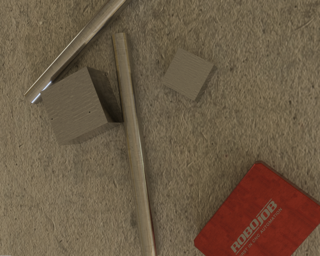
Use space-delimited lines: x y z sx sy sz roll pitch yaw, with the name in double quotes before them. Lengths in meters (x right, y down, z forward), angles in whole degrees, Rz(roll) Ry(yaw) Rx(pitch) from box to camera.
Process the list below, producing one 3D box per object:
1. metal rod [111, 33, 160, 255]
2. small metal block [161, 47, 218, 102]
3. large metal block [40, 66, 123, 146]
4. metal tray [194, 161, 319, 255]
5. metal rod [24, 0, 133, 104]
"metal rod" -0.033 0.021 0.419 0.025 0.025 0.298 -9 87 19
"small metal block" 0.037 -0.067 0.395 0.050 0.025 0.050 31 100 17
"large metal block" -0.107 -0.028 0.432 0.080 0.050 0.080 -24 82 18
"metal tray" 0.114 0.115 0.366 0.090 0.030 0.129 38 102 15
"metal rod" -0.091 -0.144 0.439 0.299 0.025 0.025 -42 77 14
